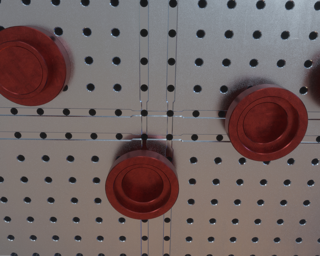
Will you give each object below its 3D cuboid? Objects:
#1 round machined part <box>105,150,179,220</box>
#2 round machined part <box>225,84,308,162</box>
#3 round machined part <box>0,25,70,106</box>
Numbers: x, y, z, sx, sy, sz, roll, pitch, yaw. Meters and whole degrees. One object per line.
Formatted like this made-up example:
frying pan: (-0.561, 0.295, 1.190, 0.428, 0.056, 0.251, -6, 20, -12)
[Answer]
round machined part: (-0.024, 0.075, 0.432, 0.099, 0.042, 0.097, 0, 110, 0)
round machined part: (0.133, -0.009, 0.402, 0.099, 0.042, 0.097, 0, 110, 0)
round machined part: (-0.164, -0.073, 0.376, 0.099, 0.042, 0.097, 0, 110, 0)
